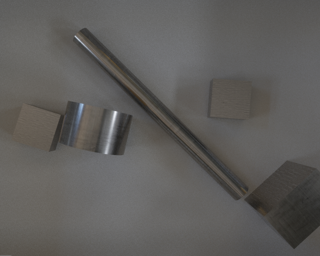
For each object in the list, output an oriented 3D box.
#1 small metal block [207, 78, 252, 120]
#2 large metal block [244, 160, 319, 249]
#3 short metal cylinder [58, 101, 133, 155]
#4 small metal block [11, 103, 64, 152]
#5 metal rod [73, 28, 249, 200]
[{"bbox_3d":[0.092,-0.037,0.413,0.050,0.025,0.050,4,90,-1],"label":"small metal block"},{"bbox_3d":[0.162,0.090,0.386,0.080,0.080,0.050,-42,91,0],"label":"large metal block"},{"bbox_3d":[-0.079,0.000,0.383,0.080,0.080,0.050,13,90,-1],"label":"short metal cylinder"},{"bbox_3d":[-0.159,-0.001,0.409,0.050,0.025,0.050,18,90,-1],"label":"small metal block"},{"bbox_3d":[0.002,-0.018,0.411,0.300,0.025,0.025,44,90,-1],"label":"metal rod"}]
